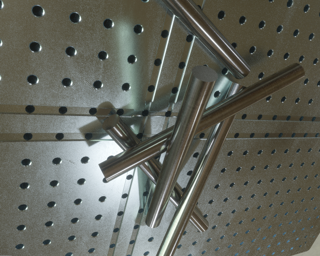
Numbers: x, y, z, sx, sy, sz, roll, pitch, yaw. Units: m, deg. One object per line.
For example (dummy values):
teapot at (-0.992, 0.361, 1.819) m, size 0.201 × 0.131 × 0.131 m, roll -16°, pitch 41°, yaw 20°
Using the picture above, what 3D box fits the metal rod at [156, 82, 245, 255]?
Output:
metal rod at (0.059, 0.075, 0.467) m, size 0.025 × 0.025 × 0.298 m, roll 14°, pitch 103°, yaw -35°

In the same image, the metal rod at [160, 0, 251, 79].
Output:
metal rod at (0.014, -0.141, 0.332) m, size 0.301 × 0.025 × 0.025 m, roll 33°, pitch 100°, yaw -39°

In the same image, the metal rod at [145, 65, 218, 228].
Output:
metal rod at (0.015, 0.050, 0.395) m, size 0.025 × 0.025 × 0.298 m, roll -11°, pitch 141°, yaw -23°

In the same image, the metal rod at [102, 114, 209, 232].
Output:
metal rod at (0.009, 0.085, 0.470) m, size 0.025 × 0.025 × 0.300 m, roll -39°, pitch 130°, yaw -3°

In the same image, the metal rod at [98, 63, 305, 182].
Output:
metal rod at (0.063, -0.013, 0.405) m, size 0.302 × 0.025 × 0.025 m, roll -27°, pitch 128°, yaw -12°
